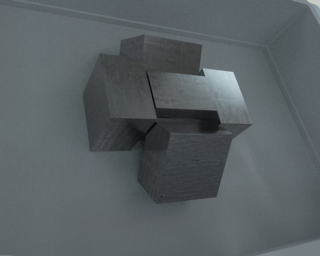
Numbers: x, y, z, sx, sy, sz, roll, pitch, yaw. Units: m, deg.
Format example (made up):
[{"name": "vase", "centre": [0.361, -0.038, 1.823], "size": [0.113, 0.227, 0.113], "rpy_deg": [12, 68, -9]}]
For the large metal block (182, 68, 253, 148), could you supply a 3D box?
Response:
[{"name": "large metal block", "centre": [0.068, -0.022, 0.419], "size": [0.050, 0.080, 0.080], "rpy_deg": [1, 62, -28]}]

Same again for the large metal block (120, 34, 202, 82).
[{"name": "large metal block", "centre": [-0.003, -0.089, 0.414], "size": [0.081, 0.080, 0.050], "rpy_deg": [2, 99, -28]}]

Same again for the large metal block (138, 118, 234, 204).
[{"name": "large metal block", "centre": [0.027, 0.035, 0.353], "size": [0.081, 0.079, 0.050], "rpy_deg": [1, 19, -29]}]

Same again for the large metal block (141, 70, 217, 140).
[{"name": "large metal block", "centre": [0.010, -0.024, 0.389], "size": [0.081, 0.080, 0.050], "rpy_deg": [1, 62, -28]}]

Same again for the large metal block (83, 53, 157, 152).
[{"name": "large metal block", "centre": [-0.050, -0.026, 0.357], "size": [0.050, 0.080, 0.080], "rpy_deg": [1, 62, -28]}]
